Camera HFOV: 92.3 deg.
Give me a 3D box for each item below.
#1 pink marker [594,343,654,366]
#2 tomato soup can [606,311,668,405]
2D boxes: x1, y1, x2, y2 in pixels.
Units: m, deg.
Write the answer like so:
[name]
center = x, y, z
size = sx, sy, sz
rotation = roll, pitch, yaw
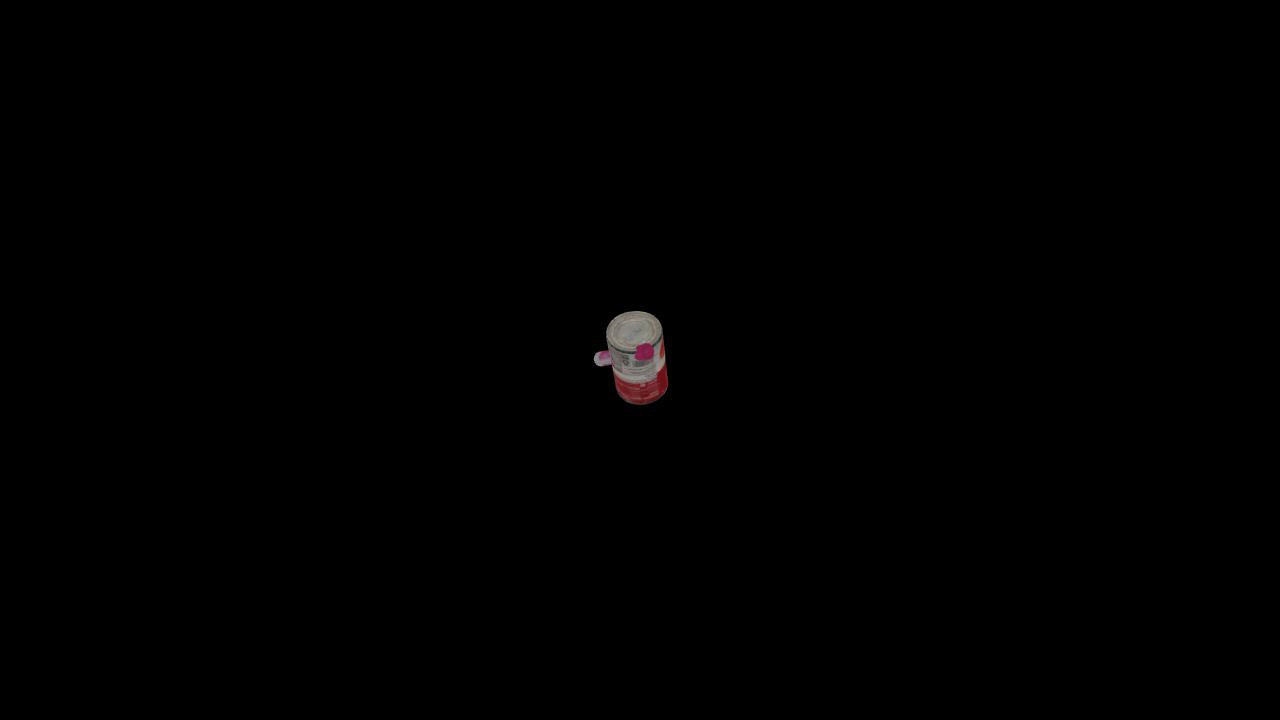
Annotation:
[pink marker]
center = -0.020, -0.005, 0.726
size = 0.020, 0.020, 0.121
rotation = 0, -4, -31
[tomato soup can]
center = -0.003, -0.002, 0.741
size = 0.068, 0.068, 0.101
rotation = 0, -40, 8
